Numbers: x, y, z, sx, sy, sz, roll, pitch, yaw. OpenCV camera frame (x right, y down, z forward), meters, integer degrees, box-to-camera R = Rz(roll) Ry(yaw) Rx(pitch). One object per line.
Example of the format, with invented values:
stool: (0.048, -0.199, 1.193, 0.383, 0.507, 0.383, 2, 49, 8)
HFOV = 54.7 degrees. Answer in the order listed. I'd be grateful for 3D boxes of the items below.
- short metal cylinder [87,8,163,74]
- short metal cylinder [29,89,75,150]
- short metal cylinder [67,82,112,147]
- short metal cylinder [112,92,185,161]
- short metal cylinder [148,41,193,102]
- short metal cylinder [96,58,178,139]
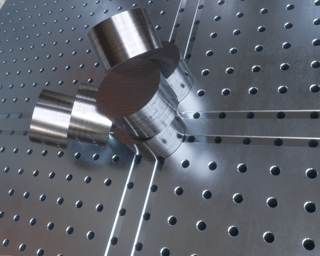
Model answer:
short metal cylinder: (-0.043, -0.107, 0.388, 0.080, 0.080, 0.050, -22, 97, 15)
short metal cylinder: (-0.152, -0.013, 0.452, 0.050, 0.080, 0.080, 14, 61, -12)
short metal cylinder: (-0.091, -0.018, 0.422, 0.050, 0.080, 0.080, 14, 61, -12)
short metal cylinder: (-0.014, -0.004, 0.401, 0.080, 0.050, 0.080, -13, 56, 21)
short metal cylinder: (0.000, -0.075, 0.437, 0.080, 0.050, 0.080, -13, 56, 21)
short metal cylinder: (-0.026, -0.034, 0.360, 0.080, 0.050, 0.080, -13, 56, 21)
